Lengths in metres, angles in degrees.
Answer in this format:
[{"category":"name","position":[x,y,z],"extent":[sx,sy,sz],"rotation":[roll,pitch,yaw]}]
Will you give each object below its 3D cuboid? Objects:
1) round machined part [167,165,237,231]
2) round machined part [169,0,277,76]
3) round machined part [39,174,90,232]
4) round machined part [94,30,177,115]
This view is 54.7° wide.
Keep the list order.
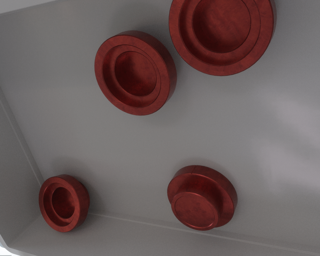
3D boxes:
[{"category":"round machined part","position":[0.055,0.104,0.433],"extent":[0.098,0.042,0.097],"rotation":[13,124,21]},{"category":"round machined part","position":[0.062,-0.104,0.301],"extent":[0.098,0.042,0.097],"rotation":[13,124,21]},{"category":"round machined part","position":[-0.164,0.130,0.550],"extent":[0.098,0.042,0.097],"rotation":[3,96,28]},{"category":"round machined part","position":[-0.025,-0.067,0.369],"extent":[0.098,0.042,0.097],"rotation":[13,124,21]}]
